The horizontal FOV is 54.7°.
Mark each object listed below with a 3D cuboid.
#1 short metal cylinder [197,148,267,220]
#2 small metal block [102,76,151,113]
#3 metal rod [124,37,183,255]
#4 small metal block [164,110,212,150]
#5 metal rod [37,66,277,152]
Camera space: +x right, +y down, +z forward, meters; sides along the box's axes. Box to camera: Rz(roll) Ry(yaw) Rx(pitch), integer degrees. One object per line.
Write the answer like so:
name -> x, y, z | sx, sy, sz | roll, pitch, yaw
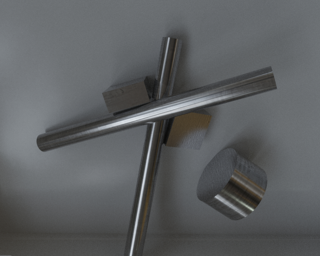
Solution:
short metal cylinder -> 0.094, 0.074, 0.411 | 0.050, 0.080, 0.080 | 34, 106, -12
small metal block -> -0.038, -0.042, 0.381 | 0.050, 0.050, 0.025 | -15, 105, 5
metal rod -> -0.012, 0.037, 0.399 | 0.025, 0.025, 0.298 | 10, 100, -4
small metal block -> 0.033, -0.001, 0.404 | 0.050, 0.025, 0.050 | 8, 111, -24
metal rod -> -0.020, -0.016, 0.368 | 0.301, 0.025, 0.025 | -15, 110, 19
